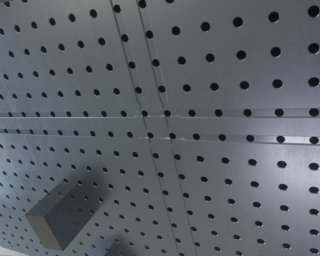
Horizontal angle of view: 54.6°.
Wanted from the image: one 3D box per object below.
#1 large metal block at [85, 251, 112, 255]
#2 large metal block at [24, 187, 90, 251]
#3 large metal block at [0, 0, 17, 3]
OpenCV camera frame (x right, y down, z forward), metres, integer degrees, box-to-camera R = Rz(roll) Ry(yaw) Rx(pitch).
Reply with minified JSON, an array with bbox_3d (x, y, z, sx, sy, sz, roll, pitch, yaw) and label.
[{"bbox_3d":[-0.124,0.313,0.655,0.080,0.050,0.080,-28,103,37],"label":"large metal block"},{"bbox_3d":[-0.189,0.167,0.580,0.050,0.080,0.080,-5,116,30],"label":"large metal block"},{"bbox_3d":[-0.167,-0.196,0.363,0.080,0.050,0.080,2,119,27],"label":"large metal block"}]
